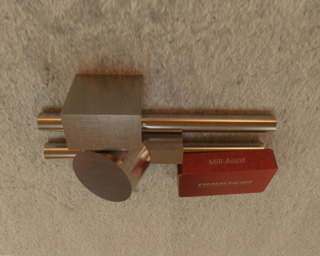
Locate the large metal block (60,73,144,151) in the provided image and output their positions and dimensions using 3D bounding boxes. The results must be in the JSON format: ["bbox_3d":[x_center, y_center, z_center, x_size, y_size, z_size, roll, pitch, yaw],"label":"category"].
[{"bbox_3d":[-0.060,-0.020,0.355,0.081,0.080,0.050,1,130,-1],"label":"large metal block"}]

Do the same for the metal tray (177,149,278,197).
[{"bbox_3d":[0.091,0.067,0.445,0.131,0.030,0.090,-4,148,1],"label":"metal tray"}]

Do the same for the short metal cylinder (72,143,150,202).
[{"bbox_3d":[-0.059,0.045,0.383,0.080,0.050,0.079,15,131,18],"label":"short metal cylinder"}]

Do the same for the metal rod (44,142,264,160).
[{"bbox_3d":[-0.008,0.032,0.436,0.302,0.025,0.025,0,130,-1],"label":"metal rod"}]

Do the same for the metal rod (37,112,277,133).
[{"bbox_3d":[-0.003,-0.007,0.403,0.302,0.025,0.025,1,130,-1],"label":"metal rod"}]

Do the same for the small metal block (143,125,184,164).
[{"bbox_3d":[0.004,0.021,0.409,0.050,0.050,0.025,1,130,-1],"label":"small metal block"}]
